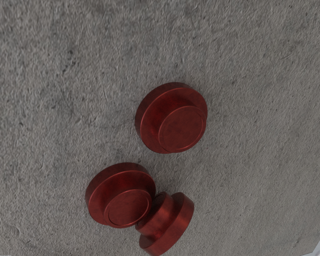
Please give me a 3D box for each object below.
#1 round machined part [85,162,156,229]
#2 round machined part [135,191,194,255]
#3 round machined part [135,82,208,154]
[{"bbox_3d":[-0.050,0.100,0.430,0.099,0.042,0.097,-14,124,-21],"label":"round machined part"},{"bbox_3d":[0.001,0.132,0.452,0.042,0.098,0.098,42,95,-8],"label":"round machined part"},{"bbox_3d":[0.021,-0.007,0.403,0.099,0.042,0.097,-14,124,-21],"label":"round machined part"}]
